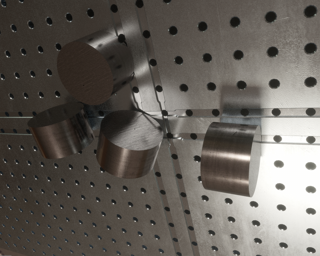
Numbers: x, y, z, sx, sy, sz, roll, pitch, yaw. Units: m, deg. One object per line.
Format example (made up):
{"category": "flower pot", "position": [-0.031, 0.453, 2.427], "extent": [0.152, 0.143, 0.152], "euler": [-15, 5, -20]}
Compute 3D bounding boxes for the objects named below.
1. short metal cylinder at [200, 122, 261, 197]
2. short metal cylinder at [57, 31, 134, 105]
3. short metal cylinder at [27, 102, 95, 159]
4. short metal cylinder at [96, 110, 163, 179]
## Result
{"category": "short metal cylinder", "position": [0.083, 0.035, 0.353], "extent": [0.050, 0.080, 0.079], "euler": [5, 121, 25]}
{"category": "short metal cylinder", "position": [-0.080, -0.075, 0.389], "extent": [0.080, 0.050, 0.079], "euler": [13, 124, 20]}
{"category": "short metal cylinder", "position": [-0.142, 0.002, 0.449], "extent": [0.080, 0.080, 0.050], "euler": [0, 118, 28]}
{"category": "short metal cylinder", "position": [-0.041, 0.020, 0.408], "extent": [0.080, 0.080, 0.050], "euler": [26, 127, 12]}
